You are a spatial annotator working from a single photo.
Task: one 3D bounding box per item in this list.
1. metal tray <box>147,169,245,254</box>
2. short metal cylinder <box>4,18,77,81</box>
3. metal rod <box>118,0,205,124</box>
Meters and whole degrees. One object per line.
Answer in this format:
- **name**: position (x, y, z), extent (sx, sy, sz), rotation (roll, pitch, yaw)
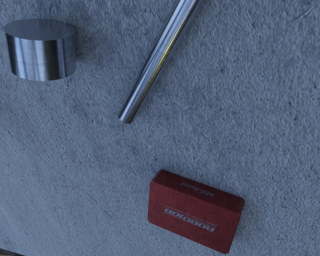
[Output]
- **metal tray**: position (0.048, 0.122, 0.454), extent (0.130, 0.030, 0.089), rotation (17, 125, 18)
- **short metal cylinder**: position (-0.147, -0.100, 0.387), extent (0.080, 0.080, 0.050), rotation (20, 126, 16)
- **metal rod**: position (0.019, -0.111, 0.327), extent (0.025, 0.025, 0.298), rotation (37, 129, 3)
